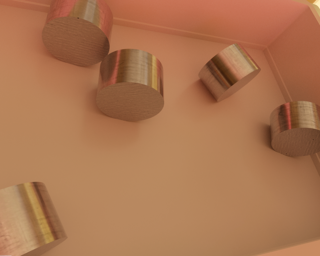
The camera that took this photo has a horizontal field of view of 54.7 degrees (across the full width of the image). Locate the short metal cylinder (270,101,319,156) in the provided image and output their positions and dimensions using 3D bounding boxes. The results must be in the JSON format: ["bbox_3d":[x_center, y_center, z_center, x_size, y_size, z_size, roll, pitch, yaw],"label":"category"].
[{"bbox_3d":[0.215,0.003,0.484,0.080,0.080,0.050,21,54,-16],"label":"short metal cylinder"}]

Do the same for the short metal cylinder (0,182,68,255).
[{"bbox_3d":[-0.124,0.085,0.252,0.081,0.080,0.050,-19,72,-35],"label":"short metal cylinder"}]

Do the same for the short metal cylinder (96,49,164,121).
[{"bbox_3d":[-0.036,-0.051,0.382,0.081,0.080,0.050,13,57,-22],"label":"short metal cylinder"}]

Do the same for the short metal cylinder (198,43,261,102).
[{"bbox_3d":[0.107,-0.085,0.479,0.081,0.080,0.050,-27,77,-37],"label":"short metal cylinder"}]

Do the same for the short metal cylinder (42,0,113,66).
[{"bbox_3d":[-0.102,-0.125,0.391,0.081,0.080,0.050,14,56,-21],"label":"short metal cylinder"}]
